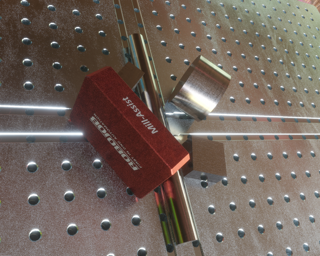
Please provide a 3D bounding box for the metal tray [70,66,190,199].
[{"bbox_3d":[-0.039,0.008,0.341,0.130,0.090,0.030,48,51,5],"label":"metal tray"}]

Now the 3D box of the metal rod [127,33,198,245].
[{"bbox_3d":[-0.004,-0.003,0.409,0.025,0.025,0.299,0,62,-29],"label":"metal rod"}]

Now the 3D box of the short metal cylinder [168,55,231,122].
[{"bbox_3d":[0.055,-0.056,0.438,0.050,0.080,0.080,33,51,-7],"label":"short metal cylinder"}]

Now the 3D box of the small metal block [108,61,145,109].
[{"bbox_3d":[-0.050,-0.049,0.395,0.025,0.050,0.050,36,51,-5],"label":"small metal block"}]

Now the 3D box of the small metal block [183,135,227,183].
[{"bbox_3d":[0.059,0.043,0.417,0.050,0.025,0.050,14,56,-21],"label":"small metal block"}]
